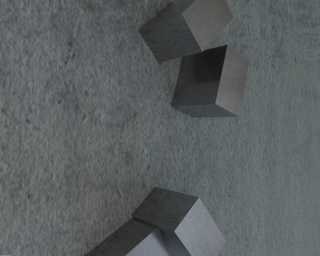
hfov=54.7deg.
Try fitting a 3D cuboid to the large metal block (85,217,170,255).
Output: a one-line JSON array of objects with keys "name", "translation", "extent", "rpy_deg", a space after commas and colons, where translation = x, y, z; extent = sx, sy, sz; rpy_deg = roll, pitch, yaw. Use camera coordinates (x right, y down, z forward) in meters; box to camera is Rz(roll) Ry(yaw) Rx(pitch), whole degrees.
[{"name": "large metal block", "translation": [-0.033, 0.167, 0.363], "extent": [0.081, 0.050, 0.080], "rpy_deg": [-32, 110, -36]}]

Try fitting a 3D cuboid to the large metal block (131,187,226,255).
[{"name": "large metal block", "translation": [0.023, 0.126, 0.391], "extent": [0.050, 0.080, 0.080], "rpy_deg": [-46, 118, -30]}]

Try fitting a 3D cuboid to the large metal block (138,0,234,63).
[{"name": "large metal block", "translation": [0.033, -0.134, 0.399], "extent": [0.080, 0.080, 0.050], "rpy_deg": [-50, 120, -28]}]

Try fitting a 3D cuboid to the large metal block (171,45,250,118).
[{"name": "large metal block", "translation": [0.069, -0.060, 0.429], "extent": [0.050, 0.080, 0.080], "rpy_deg": [22, 76, -38]}]
